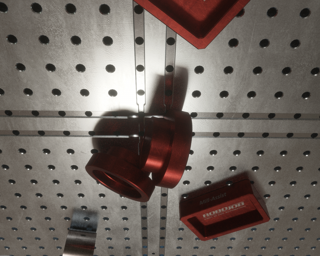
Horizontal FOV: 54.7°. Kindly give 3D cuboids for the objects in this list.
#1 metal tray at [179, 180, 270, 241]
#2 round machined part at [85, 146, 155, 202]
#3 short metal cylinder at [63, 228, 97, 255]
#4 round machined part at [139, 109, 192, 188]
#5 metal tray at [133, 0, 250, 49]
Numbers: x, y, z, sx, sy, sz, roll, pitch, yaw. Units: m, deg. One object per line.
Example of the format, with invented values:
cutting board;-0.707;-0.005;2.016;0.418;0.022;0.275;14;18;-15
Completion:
metal tray;0.110;0.145;0.533;0.130;0.030;0.090;-25;126;19
round machined part;-0.051;0.061;0.433;0.098;0.042;0.098;22;153;12
short metal cylinder;-0.149;0.228;0.568;0.050;0.080;0.079;11;129;-10
round machined part;0.003;0.023;0.383;0.042;0.098;0.097;13;129;-11
metal tray;0.019;-0.145;0.285;0.131;0.030;0.090;30;124;-24
